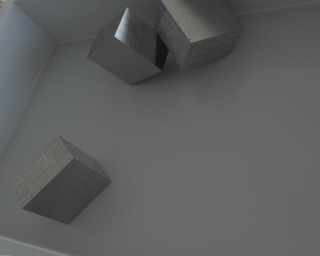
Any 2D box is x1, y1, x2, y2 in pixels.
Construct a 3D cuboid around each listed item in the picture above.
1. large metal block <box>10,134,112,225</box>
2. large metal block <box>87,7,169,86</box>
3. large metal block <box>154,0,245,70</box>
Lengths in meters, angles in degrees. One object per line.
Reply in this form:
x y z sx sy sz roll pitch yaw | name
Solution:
-0.123 0.068 0.394 0.080 0.080 0.050 -45 51 -3 | large metal block
-0.045 -0.112 0.446 0.080 0.080 0.050 -14 52 51 | large metal block
0.049 -0.134 0.412 0.081 0.050 0.080 -22 68 -20 | large metal block
